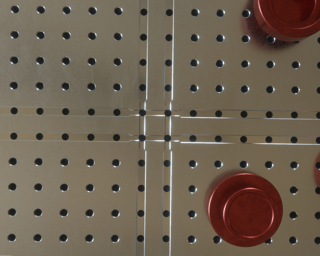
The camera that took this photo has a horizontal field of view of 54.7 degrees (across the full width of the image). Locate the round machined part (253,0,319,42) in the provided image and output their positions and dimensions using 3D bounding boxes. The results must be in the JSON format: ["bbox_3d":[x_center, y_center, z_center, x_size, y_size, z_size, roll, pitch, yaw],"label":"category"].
[{"bbox_3d":[0.172,-0.162,0.407,0.099,0.042,0.097,0,90,-1],"label":"round machined part"}]

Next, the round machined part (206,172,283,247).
[{"bbox_3d":[0.113,0.109,0.407,0.099,0.042,0.097,0,90,-1],"label":"round machined part"}]
